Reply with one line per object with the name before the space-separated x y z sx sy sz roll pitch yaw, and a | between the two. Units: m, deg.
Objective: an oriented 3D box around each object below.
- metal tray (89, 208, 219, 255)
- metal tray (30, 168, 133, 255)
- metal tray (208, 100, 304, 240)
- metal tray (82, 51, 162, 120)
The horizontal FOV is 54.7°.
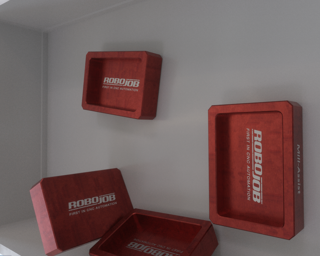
metal tray | -0.009 0.142 0.369 0.130 0.091 0.030 -3 113 40
metal tray | -0.098 0.107 0.419 0.030 0.131 0.090 -35 69 35
metal tray | 0.097 0.039 0.323 0.090 0.030 0.129 -1 89 40
metal tray | -0.060 -0.064 0.453 0.130 0.030 0.089 11 97 39
